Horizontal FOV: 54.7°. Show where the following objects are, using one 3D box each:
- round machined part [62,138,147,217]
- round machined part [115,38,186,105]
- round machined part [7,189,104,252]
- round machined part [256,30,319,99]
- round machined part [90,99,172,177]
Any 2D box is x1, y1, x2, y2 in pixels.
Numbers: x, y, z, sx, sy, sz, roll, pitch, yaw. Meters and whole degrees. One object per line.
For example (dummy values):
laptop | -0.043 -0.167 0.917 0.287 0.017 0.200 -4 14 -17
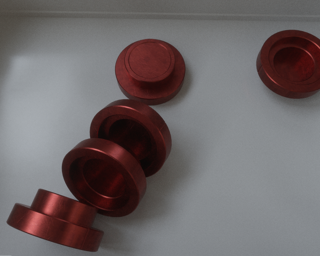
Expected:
round machined part | -0.060 0.053 0.361 0.098 0.097 0.042 25 36 8
round machined part | -0.014 -0.084 0.431 0.099 0.042 0.098 0 70 -1
round machined part | -0.106 0.096 0.334 0.098 0.098 0.042 17 71 6
round machined part | 0.184 -0.085 0.434 0.099 0.042 0.098 0 70 -1
round machined part | -0.032 0.010 0.378 0.098 0.097 0.042 26 34 8
